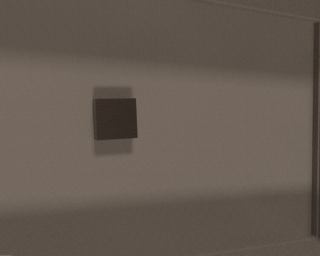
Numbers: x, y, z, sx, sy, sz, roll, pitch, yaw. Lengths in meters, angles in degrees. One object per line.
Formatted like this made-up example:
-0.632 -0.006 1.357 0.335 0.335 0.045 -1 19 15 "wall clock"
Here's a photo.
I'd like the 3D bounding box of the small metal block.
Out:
-0.057 -0.011 0.390 0.050 0.025 0.050 -3 91 -20 "small metal block"
